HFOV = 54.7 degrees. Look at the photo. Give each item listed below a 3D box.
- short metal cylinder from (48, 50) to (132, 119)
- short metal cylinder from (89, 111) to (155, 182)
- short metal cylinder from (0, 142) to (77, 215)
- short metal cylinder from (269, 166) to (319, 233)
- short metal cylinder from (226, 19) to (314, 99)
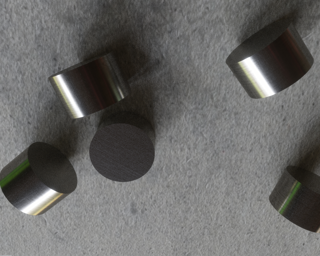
[{"bbox_3d":[-0.080,-0.052,0.360,0.080,0.080,0.050,-20,109,7],"label":"short metal cylinder"},{"bbox_3d":[-0.047,0.023,0.404,0.081,0.050,0.079,0,110,-1],"label":"short metal cylinder"},{"bbox_3d":[-0.155,0.065,0.402,0.050,0.080,0.080,-38,106,12],"label":"short metal cylinder"},{"bbox_3d":[0.197,0.094,0.418,0.080,0.080,0.050,20,109,-8],"label":"short metal cylinder"},{"bbox_3d":[0.123,-0.078,0.353,0.080,0.080,0.050,-36,107,12],"label":"short metal cylinder"}]
